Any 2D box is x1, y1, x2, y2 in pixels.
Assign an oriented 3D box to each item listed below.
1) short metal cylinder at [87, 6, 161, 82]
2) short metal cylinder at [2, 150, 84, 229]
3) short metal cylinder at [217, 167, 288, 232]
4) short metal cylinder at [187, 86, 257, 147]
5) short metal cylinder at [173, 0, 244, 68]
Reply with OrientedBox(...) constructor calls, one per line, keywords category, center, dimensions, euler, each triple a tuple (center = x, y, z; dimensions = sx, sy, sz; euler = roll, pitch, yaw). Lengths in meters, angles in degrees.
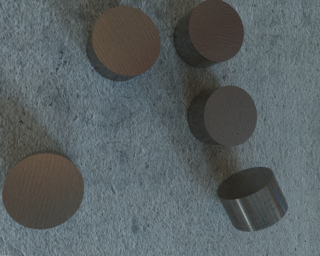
OrientedBox(category="short metal cylinder", center=(-0.046, -0.100, 0.379), dimensions=(0.081, 0.050, 0.080), euler=(0, 90, -20))
OrientedBox(category="short metal cylinder", center=(-0.129, 0.066, 0.348), dimensions=(0.081, 0.050, 0.080), euler=(0, 90, -20))
OrientedBox(category="short metal cylinder", center=(0.126, 0.096, 0.426), dimensions=(0.080, 0.080, 0.050), euler=(-30, 100, -17))
OrientedBox(category="short metal cylinder", center=(0.085, -0.016, 0.427), dimensions=(0.081, 0.050, 0.080), euler=(0, 90, -20))
OrientedBox(category="short metal cylinder", center=(0.065, -0.125, 0.419), dimensions=(0.081, 0.050, 0.080), euler=(0, 90, -20))
